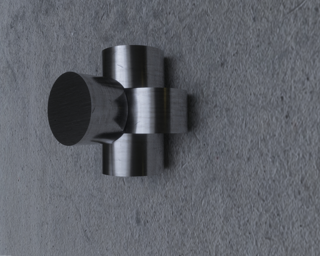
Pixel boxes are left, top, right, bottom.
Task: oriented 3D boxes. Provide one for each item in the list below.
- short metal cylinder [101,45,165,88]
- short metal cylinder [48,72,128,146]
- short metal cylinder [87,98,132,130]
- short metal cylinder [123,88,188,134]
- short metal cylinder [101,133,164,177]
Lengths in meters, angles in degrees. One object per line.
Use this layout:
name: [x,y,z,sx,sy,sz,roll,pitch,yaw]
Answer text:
short metal cylinder: [-0.034,-0.071,0.397,0.080,0.081,0.050,-2,89,39]
short metal cylinder: [-0.083,-0.021,0.351,0.080,0.050,0.079,0,90,39]
short metal cylinder: [-0.069,-0.019,0.425,0.080,0.081,0.050,-1,89,39]
short metal cylinder: [-0.007,-0.019,0.374,0.080,0.081,0.050,0,90,39]
short metal cylinder: [-0.035,0.031,0.397,0.080,0.081,0.050,0,90,39]
